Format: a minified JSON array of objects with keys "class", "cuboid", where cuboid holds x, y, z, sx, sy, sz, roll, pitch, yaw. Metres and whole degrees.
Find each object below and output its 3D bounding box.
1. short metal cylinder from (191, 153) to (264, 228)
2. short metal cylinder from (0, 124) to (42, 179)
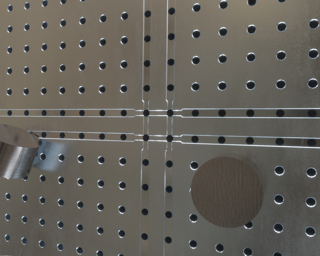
[{"class":"short metal cylinder","cuboid":[0.082,0.072,0.370,0.080,0.050,0.079,0,90,20]},{"class":"short metal cylinder","cuboid":[-0.226,0.033,0.463,0.080,0.080,0.050,28,99,18]}]
